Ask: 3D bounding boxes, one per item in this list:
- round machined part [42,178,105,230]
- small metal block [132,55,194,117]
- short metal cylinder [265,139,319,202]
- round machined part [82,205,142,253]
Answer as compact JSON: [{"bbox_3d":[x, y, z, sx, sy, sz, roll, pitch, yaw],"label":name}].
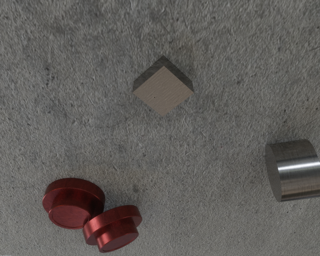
[{"bbox_3d":[-0.141,0.129,0.504,0.099,0.042,0.097,-1,130,0],"label":"round machined part"},{"bbox_3d":[0.004,-0.049,0.366,0.050,0.025,0.050,-37,122,27],"label":"small metal block"},{"bbox_3d":[0.180,0.058,0.423,0.050,0.080,0.080,-10,130,7],"label":"short metal cylinder"},{"bbox_3d":[-0.074,0.172,0.515,0.099,0.042,0.098,-21,149,-13],"label":"round machined part"}]
